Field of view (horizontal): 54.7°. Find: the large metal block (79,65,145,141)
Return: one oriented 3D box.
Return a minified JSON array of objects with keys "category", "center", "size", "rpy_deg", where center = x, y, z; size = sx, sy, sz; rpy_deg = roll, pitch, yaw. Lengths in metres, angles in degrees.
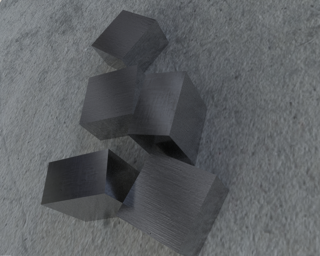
[{"category":"large metal block","center":[-0.059,-0.034,0.438],"size":[0.080,0.050,0.080],"rpy_deg":[-10,57,22]}]

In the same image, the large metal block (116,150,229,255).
[{"category":"large metal block","center":[0.015,0.080,0.330],"size":[0.080,0.050,0.080],"rpy_deg":[19,72,35]}]

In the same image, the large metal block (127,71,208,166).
[{"category":"large metal block","center":[0.013,-0.009,0.366],"size":[0.050,0.080,0.080],"rpy_deg":[1,62,29]}]

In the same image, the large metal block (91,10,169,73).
[{"category":"large metal block","center":[-0.047,-0.133,0.493],"size":[0.080,0.050,0.080],"rpy_deg":[32,79,37]}]

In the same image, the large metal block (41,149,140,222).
[{"category":"large metal block","center":[-0.075,0.071,0.363],"size":[0.080,0.080,0.050],"rpy_deg":[-14,56,20]}]
